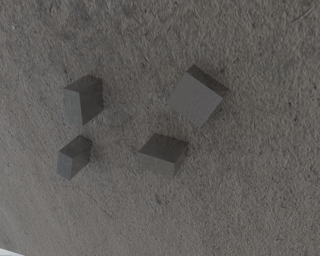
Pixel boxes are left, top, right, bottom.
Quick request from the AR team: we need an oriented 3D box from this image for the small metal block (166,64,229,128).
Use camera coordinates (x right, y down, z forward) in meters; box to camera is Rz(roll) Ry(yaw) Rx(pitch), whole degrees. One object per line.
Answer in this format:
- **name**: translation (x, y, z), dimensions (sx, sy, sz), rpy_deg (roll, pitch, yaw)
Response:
- **small metal block**: translation (0.043, -0.037, 0.362), dimensions (0.050, 0.025, 0.050), rpy_deg (36, 129, 4)

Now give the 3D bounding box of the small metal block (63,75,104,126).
- **small metal block**: translation (-0.102, -0.038, 0.421), dimensions (0.025, 0.050, 0.050), rpy_deg (16, 125, 19)

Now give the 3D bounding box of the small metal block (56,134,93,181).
- **small metal block**: translation (-0.135, 0.046, 0.491), dimensions (0.025, 0.050, 0.050), rpy_deg (28, 128, 10)

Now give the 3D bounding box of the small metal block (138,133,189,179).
- **small metal block**: translation (0.005, 0.035, 0.410), dimensions (0.050, 0.050, 0.025), rpy_deg (16, 125, 19)
